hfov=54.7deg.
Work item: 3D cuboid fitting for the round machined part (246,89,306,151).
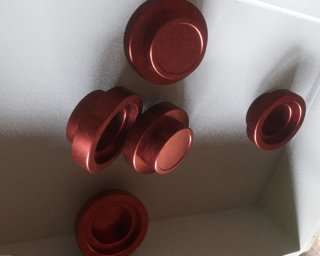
[{"bbox_3d":[0.175,-0.016,0.486,0.099,0.042,0.097,-14,125,-21],"label":"round machined part"}]

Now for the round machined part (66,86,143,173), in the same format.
[{"bbox_3d":[-0.064,-0.003,0.341,0.098,0.042,0.098,-54,165,-22],"label":"round machined part"}]

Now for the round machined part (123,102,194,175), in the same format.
[{"bbox_3d":[0.005,0.019,0.393,0.099,0.042,0.097,-34,143,-30],"label":"round machined part"}]

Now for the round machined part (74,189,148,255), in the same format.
[{"bbox_3d":[-0.069,0.131,0.430,0.099,0.042,0.097,-5,102,-25],"label":"round machined part"}]

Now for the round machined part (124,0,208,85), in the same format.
[{"bbox_3d":[0.013,-0.094,0.348,0.099,0.042,0.097,-14,125,-21],"label":"round machined part"}]
